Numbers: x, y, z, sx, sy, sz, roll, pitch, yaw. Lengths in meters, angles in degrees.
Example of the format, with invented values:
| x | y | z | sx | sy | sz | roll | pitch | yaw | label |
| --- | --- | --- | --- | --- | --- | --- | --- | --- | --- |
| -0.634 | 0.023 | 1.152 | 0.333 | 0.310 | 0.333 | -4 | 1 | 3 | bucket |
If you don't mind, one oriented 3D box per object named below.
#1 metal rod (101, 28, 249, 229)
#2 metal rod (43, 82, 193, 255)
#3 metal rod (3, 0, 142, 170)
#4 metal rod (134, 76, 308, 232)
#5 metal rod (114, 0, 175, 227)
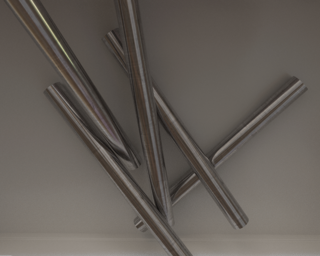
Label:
| x | y | z | sx | sy | sz | roll | pitch | yaw | label |
| --- | --- | --- | --- | --- | --- | --- | --- | --- | --- |
| 0.025 | 0.008 | 0.395 | 0.025 | 0.025 | 0.299 | -33 | 100 | 11 | metal rod |
| -0.047 | 0.069 | 0.399 | 0.025 | 0.025 | 0.299 | -36 | 93 | 12 | metal rod |
| -0.084 | -0.046 | 0.325 | 0.025 | 0.025 | 0.299 | -20 | 135 | 7 | metal rod |
| 0.074 | 0.044 | 0.428 | 0.025 | 0.025 | 0.299 | 42 | 104 | -14 | metal rod |
| -0.014 | -0.001 | 0.375 | 0.025 | 0.025 | 0.298 | -8 | 113 | 2 | metal rod |
